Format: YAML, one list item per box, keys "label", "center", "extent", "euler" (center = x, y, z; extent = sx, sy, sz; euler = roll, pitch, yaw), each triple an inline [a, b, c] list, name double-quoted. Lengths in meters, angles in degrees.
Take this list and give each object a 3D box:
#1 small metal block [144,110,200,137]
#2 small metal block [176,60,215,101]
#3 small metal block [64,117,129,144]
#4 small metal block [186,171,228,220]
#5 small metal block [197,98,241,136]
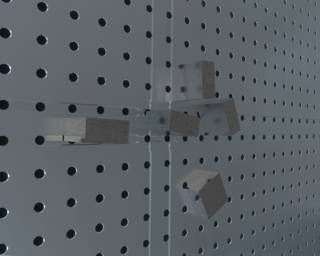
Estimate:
- label: "small metal block"
  center: [0.015, -0.005, 0.405]
  extent: [0.050, 0.050, 0.025]
  euler: [13, 82, -39]
- label: "small metal block"
  center: [0.049, -0.064, 0.432]
  extent: [0.025, 0.050, 0.050]
  euler: [-4, 93, -40]
- label: "small metal block"
  center: [-0.069, 0.003, 0.335]
  extent: [0.050, 0.050, 0.025]
  euler: [4, 88, -40]
- label: "small metal block"
  center: [0.072, 0.101, 0.469]
  extent: [0.050, 0.025, 0.050]
  euler: [-33, 110, -35]
- label: "small metal block"
  center: [0.088, -0.016, 0.465]
  extent: [0.025, 0.050, 0.050]
  euler: [-26, 107, -37]
